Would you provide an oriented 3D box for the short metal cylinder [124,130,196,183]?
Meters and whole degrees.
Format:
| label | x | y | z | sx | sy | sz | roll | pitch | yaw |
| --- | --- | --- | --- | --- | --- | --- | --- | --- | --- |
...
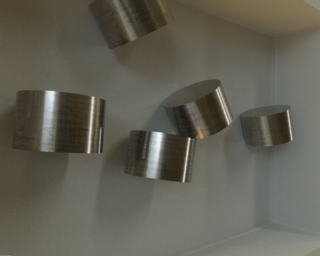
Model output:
| label | x | y | z | sx | sy | sz | roll | pitch | yaw |
| --- | --- | --- | --- | --- | --- | --- | --- | --- | --- |
| short metal cylinder | 0.000 | 0.034 | 0.371 | 0.081 | 0.080 | 0.050 | 13 | 82 | -39 |

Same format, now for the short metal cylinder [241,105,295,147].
| label | x | y | z | sx | sy | sz | roll | pitch | yaw |
| --- | --- | --- | --- | --- | --- | --- | --- | --- | --- |
| short metal cylinder | 0.181 | -0.005 | 0.522 | 0.081 | 0.080 | 0.050 | -21 | 104 | -38 |

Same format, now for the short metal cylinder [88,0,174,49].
| label | x | y | z | sx | sy | sz | roll | pitch | yaw |
| --- | --- | --- | --- | --- | --- | --- | --- | --- | --- |
| short metal cylinder | -0.031 | -0.128 | 0.344 | 0.080 | 0.080 | 0.050 | -38 | 114 | -33 |

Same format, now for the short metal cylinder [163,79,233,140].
| label | x | y | z | sx | sy | sz | roll | pitch | yaw |
| --- | --- | --- | --- | --- | --- | --- | --- | --- | --- |
| short metal cylinder | 0.051 | -0.025 | 0.413 | 0.080 | 0.080 | 0.050 | -38 | 114 | -34 |

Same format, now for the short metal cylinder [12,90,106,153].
| label | x | y | z | sx | sy | sz | roll | pitch | yaw |
| --- | --- | --- | --- | --- | --- | --- | --- | --- | --- |
| short metal cylinder | -0.093 | -0.004 | 0.293 | 0.081 | 0.080 | 0.050 | 6 | 87 | -40 |
